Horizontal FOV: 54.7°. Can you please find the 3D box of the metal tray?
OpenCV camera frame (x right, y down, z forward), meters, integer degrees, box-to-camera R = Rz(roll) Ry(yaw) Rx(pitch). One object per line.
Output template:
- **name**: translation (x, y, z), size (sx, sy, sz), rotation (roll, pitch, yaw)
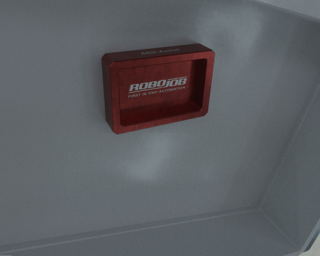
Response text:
- **metal tray**: translation (0.000, -0.049, 0.376), size (0.131, 0.030, 0.089), rotation (-12, 124, -22)
